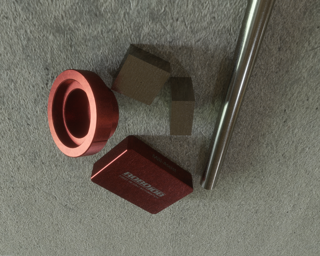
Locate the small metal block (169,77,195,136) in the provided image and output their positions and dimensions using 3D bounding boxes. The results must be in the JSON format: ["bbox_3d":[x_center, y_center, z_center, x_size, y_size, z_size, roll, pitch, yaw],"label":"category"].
[{"bbox_3d":[0.025,-0.026,0.369,0.025,0.050,0.050,1,130,-1],"label":"small metal block"}]

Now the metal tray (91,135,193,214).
[{"bbox_3d":[-0.025,0.075,0.468,0.130,0.030,0.090,36,121,-27],"label":"metal tray"}]

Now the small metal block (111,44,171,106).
[{"bbox_3d":[-0.022,-0.060,0.356,0.050,0.025,0.050,22,127,-18],"label":"small metal block"}]

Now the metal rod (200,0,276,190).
[{"bbox_3d":[0.088,-0.027,0.385,0.025,0.025,0.298,4,130,-4],"label":"metal rod"}]

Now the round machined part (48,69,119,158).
[{"bbox_3d":[-0.085,-0.017,0.356,0.042,0.098,0.097,-5,144,-48],"label":"round machined part"}]
